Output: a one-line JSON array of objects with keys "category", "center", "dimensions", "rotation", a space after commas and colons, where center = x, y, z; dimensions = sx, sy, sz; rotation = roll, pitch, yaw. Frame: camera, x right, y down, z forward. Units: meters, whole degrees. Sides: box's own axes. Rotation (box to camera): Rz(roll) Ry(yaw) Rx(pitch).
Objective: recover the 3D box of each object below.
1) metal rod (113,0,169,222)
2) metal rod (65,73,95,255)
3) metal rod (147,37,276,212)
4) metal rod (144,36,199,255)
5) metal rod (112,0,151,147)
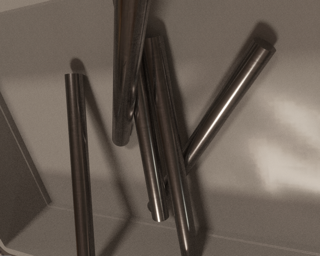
[{"category": "metal rod", "center": [-0.020, -0.009, 0.393], "dimensions": [0.025, 0.025, 0.298], "rotation": [3, 114, 26]}, {"category": "metal rod", "center": [-0.110, 0.075, 0.434], "dimensions": [0.025, 0.025, 0.298], "rotation": [-2, 93, 28]}, {"category": "metal rod", "center": [0.047, 0.021, 0.395], "dimensions": [0.025, 0.025, 0.298], "rotation": [33, 129, 6]}, {"category": "metal rod", "center": [0.017, 0.038, 0.392], "dimensions": [0.025, 0.025, 0.298], "rotation": [-1, 109, 28]}, {"category": "metal rod", "center": [-0.035, -0.045, 0.314], "dimensions": [0.025, 0.025, 0.299], "rotation": [33, 155, 6]}]
